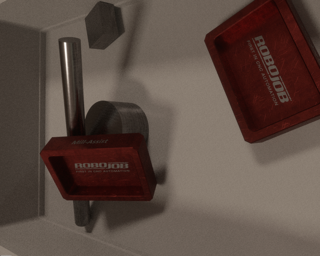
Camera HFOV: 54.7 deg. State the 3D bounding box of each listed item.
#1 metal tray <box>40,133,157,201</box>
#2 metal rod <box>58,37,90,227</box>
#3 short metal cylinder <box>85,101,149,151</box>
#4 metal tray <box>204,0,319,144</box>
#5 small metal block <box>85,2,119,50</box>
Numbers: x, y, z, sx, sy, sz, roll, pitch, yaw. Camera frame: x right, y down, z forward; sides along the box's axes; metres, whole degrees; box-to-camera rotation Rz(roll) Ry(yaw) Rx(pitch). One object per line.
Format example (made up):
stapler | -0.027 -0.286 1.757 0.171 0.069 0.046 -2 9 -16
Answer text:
metal tray | -0.077 0.053 0.403 0.130 0.030 0.089 -3 124 15
metal rod | -0.117 0.025 0.436 0.025 0.025 0.298 30 128 36
short metal cylinder | -0.063 0.002 0.440 0.080 0.050 0.079 0 90 39
metal tray | 0.108 -0.059 0.313 0.090 0.030 0.129 -29 72 36
small metal block | -0.089 -0.154 0.471 0.050 0.025 0.050 -21 77 52
